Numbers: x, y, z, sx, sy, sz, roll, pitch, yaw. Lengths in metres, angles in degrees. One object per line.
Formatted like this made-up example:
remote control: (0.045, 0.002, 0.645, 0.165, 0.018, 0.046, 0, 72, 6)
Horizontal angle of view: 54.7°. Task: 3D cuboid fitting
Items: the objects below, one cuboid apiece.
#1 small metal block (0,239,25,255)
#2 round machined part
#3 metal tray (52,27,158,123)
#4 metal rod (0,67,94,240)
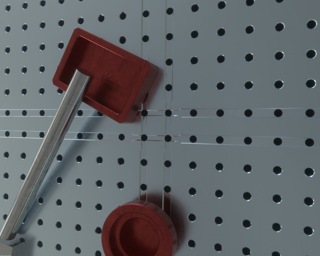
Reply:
small metal block: (-0.251, 0.204, 0.499, 0.050, 0.025, 0.050, 10, 93, 19)
round machined part: (-0.024, 0.144, 0.411, 0.098, 0.042, 0.097, 0, 90, 19)
metal tray: (-0.079, -0.074, 0.436, 0.130, 0.030, 0.090, 29, 99, 17)
metal rod: (-0.171, 0.049, 0.452, 0.025, 0.025, 0.298, 36, 108, 16)
